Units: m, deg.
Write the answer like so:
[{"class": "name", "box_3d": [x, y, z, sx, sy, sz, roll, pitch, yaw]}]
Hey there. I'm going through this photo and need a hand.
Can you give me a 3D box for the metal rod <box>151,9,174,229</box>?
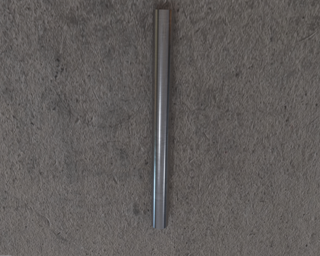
[{"class": "metal rod", "box_3d": [0.002, 0.003, 0.410, 0.025, 0.025, 0.298, 1, 110, 0]}]
